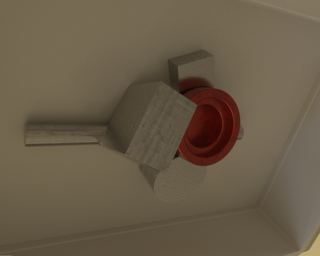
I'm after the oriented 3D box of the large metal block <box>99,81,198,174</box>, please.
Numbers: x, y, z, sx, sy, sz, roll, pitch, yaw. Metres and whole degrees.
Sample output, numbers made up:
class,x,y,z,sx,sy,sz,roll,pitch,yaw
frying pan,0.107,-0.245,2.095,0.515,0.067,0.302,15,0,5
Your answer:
class,x,y,z,sx,sy,sz,roll,pitch,yaw
large metal block,-0.016,-0.002,0.344,0.050,0.080,0.080,30,79,-27

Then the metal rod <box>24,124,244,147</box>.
class,x,y,z,sx,sy,sz,roll,pitch,yaw
metal rod,-0.012,0.007,0.404,0.303,0.025,0.025,0,119,-29

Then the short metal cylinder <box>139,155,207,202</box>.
class,x,y,z,sx,sy,sz,roll,pitch,yaw
short metal cylinder,0.018,0.057,0.436,0.081,0.050,0.079,-14,125,-21

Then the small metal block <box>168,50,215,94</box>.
class,x,y,z,sx,sy,sz,roll,pitch,yaw
small metal block,0.041,-0.065,0.391,0.050,0.025,0.050,-19,126,-17

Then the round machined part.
class,x,y,z,sx,sy,sz,roll,pitch,yaw
round machined part,0.052,-0.004,0.399,0.099,0.042,0.097,-7,104,-27
